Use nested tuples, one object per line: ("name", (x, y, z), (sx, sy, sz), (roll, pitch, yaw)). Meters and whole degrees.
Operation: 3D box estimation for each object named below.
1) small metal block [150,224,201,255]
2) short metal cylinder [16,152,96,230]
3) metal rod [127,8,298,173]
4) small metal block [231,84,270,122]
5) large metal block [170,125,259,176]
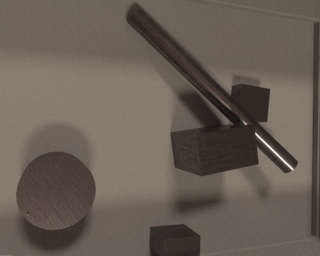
("small metal block", (0.019, 0.148, 0.406), (0.050, 0.050, 0.025), (2, 90, -20))
("short metal cylinder", (-0.118, 0.069, 0.354), (0.081, 0.050, 0.079), (0, 90, -21))
("metal rod", (0.076, -0.045, 0.420), (0.300, 0.025, 0.025), (42, 76, -8))
("small metal block", (0.133, -0.036, 0.462), (0.050, 0.025, 0.050), (7, 88, -20))
("large metal block", (0.069, 0.026, 0.408), (0.081, 0.080, 0.050), (-8, 93, -20))
